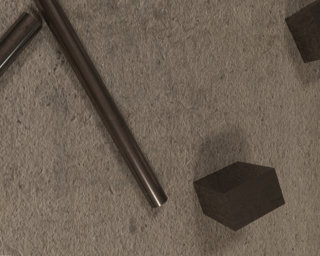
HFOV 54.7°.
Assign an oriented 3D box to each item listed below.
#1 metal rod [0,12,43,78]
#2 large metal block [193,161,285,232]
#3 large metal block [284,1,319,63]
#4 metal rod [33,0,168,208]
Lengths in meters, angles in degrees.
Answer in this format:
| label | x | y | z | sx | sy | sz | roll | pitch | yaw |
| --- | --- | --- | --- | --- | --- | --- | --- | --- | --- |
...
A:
| label | x | y | z | sx | sy | sz | roll | pitch | yaw |
| --- | --- | --- | --- | --- | --- | --- | --- | --- | --- |
| metal rod | -0.228 | -0.002 | 0.324 | 0.025 | 0.025 | 0.300 | 38 | 78 | -17 |
| large metal block | 0.104 | 0.087 | 0.420 | 0.081 | 0.080 | 0.050 | -21 | 98 | -19 |
| large metal block | 0.261 | -0.162 | 0.494 | 0.080 | 0.050 | 0.080 | -33 | 101 | -17 |
| metal rod | -0.070 | -0.032 | 0.383 | 0.025 | 0.025 | 0.299 | -31 | 101 | -18 |
